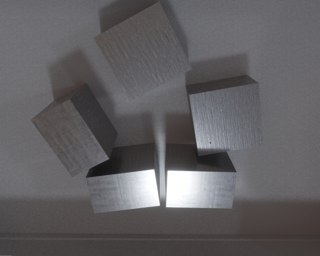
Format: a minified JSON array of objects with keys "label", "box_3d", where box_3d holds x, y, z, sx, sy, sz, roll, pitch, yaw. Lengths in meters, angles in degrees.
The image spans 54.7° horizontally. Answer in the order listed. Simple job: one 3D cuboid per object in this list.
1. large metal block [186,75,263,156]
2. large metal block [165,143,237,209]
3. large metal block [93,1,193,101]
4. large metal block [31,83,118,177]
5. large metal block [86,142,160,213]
[{"label":"large metal block","box_3d":[0.080,-0.017,0.393,0.080,0.050,0.079,-10,110,3]},{"label":"large metal block","box_3d":[0.048,0.060,0.405,0.081,0.080,0.050,2,110,-1]},{"label":"large metal block","box_3d":[-0.018,-0.090,0.364,0.080,0.050,0.080,-26,108,9]},{"label":"large metal block","box_3d":[-0.099,-0.001,0.380,0.050,0.080,0.080,-27,108,9]},{"label":"large metal block","box_3d":[-0.043,0.062,0.404,0.080,0.080,0.050,-7,110,2]}]
